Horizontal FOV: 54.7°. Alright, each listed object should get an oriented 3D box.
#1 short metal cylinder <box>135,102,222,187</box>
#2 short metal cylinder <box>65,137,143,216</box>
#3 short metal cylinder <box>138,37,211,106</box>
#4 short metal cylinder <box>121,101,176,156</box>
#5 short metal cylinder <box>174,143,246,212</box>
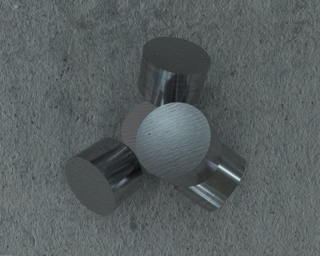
[{"bbox_3d":[0.021,0.019,0.332,0.080,0.050,0.080,-8,67,21],"label":"short metal cylinder"},{"bbox_3d":[-0.068,0.058,0.377,0.080,0.050,0.079,19,125,29],"label":"short metal cylinder"},{"bbox_3d":[0.016,-0.068,0.377,0.080,0.080,0.050,14,133,0],"label":"short metal cylinder"},{"bbox_3d":[-0.006,0.006,0.398,0.081,0.050,0.080,0,90,-1],"label":"short metal cylinder"},{"bbox_3d":[0.061,0.056,0.384,0.050,0.080,0.080,35,90,0],"label":"short metal cylinder"}]
